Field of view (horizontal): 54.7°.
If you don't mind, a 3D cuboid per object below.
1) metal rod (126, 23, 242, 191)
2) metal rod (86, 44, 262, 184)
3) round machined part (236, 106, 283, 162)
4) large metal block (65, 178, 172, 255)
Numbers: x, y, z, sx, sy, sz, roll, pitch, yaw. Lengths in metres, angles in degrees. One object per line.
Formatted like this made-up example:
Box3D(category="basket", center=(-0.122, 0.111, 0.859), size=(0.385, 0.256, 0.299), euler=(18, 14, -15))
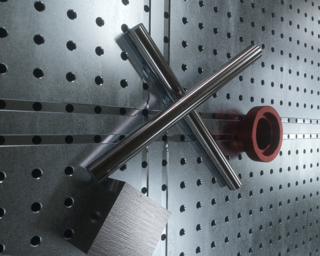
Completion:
Box3D(category="metal rod", center=(0.046, -0.014, 0.450), size=(0.025, 0.025, 0.299), euler=(-51, 120, -28))
Box3D(category="metal rod", center=(0.034, -0.031, 0.408), size=(0.302, 0.025, 0.025), euler=(-38, 114, -23))
Box3D(category="round machined part", center=(0.172, 0.010, 0.546), size=(0.099, 0.042, 0.097), euler=(0, 90, -40))
Box3D(category="large metal block", center=(-0.045, 0.113, 0.357), size=(0.080, 0.050, 0.080), euler=(42, 64, -32))
